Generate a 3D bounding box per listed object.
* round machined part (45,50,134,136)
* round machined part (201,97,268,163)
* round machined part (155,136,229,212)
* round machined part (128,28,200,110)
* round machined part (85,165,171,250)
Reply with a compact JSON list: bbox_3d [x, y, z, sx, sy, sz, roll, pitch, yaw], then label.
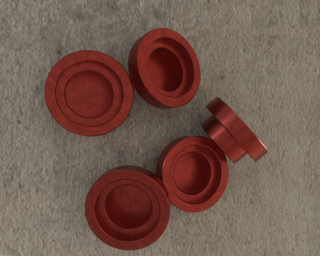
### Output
[{"bbox_3d":[-0.084,-0.039,0.369,0.099,0.042,0.097,0,90,-19],"label":"round machined part"},{"bbox_3d":[0.093,0.008,0.411,0.042,0.098,0.098,-42,105,9],"label":"round machined part"},{"bbox_3d":[0.039,0.059,0.414,0.099,0.042,0.097,1,88,-24],"label":"round machined part"},{"bbox_3d":[0.001,-0.071,0.392,0.099,0.042,0.097,6,79,-36],"label":"round machined part"},{"bbox_3d":[-0.036,0.092,0.375,0.099,0.042,0.097,1,98,4],"label":"round machined part"}]
